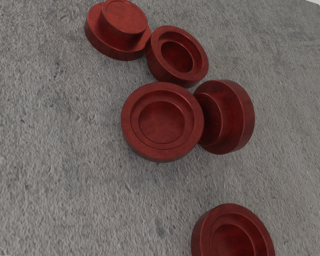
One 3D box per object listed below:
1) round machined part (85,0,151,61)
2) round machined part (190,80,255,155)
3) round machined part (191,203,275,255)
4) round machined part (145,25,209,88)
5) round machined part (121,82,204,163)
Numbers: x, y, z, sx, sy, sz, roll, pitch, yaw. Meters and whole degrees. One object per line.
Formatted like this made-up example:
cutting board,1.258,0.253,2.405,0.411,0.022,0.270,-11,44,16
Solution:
round machined part,-0.057,-0.150,0.454,0.099,0.042,0.098,13,56,-21
round machined part,0.069,-0.013,0.400,0.042,0.097,0.098,-9,67,-36
round machined part,0.077,0.139,0.349,0.099,0.042,0.098,14,56,-21
round machined part,0.020,-0.100,0.461,0.099,0.042,0.098,15,57,-25
round machined part,0.002,-0.004,0.382,0.099,0.042,0.098,2,70,-6
